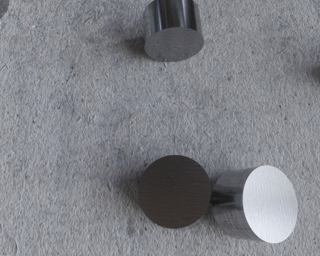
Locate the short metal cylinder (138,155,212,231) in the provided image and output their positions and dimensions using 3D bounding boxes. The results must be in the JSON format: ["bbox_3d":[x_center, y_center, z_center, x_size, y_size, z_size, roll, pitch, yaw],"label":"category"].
[{"bbox_3d":[0.020,0.076,0.360,0.080,0.050,0.080,-4,69,10],"label":"short metal cylinder"}]

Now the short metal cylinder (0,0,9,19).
[{"bbox_3d":[-0.280,-0.202,0.467,0.081,0.050,0.080,0,70,0],"label":"short metal cylinder"}]

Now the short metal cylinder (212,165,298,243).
[{"bbox_3d":[0.106,0.085,0.347,0.081,0.050,0.080,8,73,-28],"label":"short metal cylinder"}]

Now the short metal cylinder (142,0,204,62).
[{"bbox_3d":[0.017,-0.134,0.428,0.081,0.080,0.050,-4,70,-2],"label":"short metal cylinder"}]
